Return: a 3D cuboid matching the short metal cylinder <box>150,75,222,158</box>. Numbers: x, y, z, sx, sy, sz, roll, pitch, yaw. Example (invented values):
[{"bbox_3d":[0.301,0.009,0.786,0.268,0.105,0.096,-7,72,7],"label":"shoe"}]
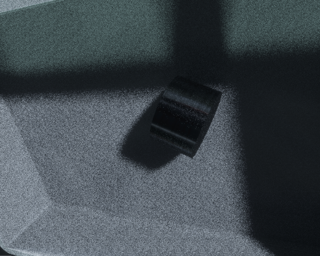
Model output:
[{"bbox_3d":[0.030,-0.013,0.349,0.050,0.080,0.079,25,127,13],"label":"short metal cylinder"}]
